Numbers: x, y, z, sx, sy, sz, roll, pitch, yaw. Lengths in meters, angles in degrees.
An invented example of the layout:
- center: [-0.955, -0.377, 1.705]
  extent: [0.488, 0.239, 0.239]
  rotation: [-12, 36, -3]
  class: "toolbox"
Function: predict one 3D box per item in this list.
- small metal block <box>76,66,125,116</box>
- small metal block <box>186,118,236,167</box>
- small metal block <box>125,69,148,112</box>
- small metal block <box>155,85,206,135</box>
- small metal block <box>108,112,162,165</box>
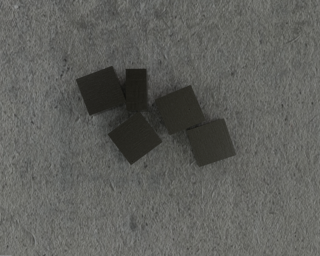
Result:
- center: [-0.076, -0.048, 0.409]
  extent: [0.050, 0.025, 0.050]
  rotation: [-21, 90, 0]
  class: "small metal block"
- center: [0.067, 0.019, 0.410]
  extent: [0.050, 0.025, 0.050]
  rotation: [-18, 90, 0]
  class: "small metal block"
- center: [-0.028, -0.047, 0.397]
  extent: [0.025, 0.050, 0.050]
  rotation: [-1, 90, 0]
  class: "small metal block"
- center: [0.026, -0.023, 0.410]
  extent: [0.050, 0.025, 0.050]
  rotation: [-23, 90, 0]
  class: "small metal block"
- center: [-0.032, 0.013, 0.410]
  extent: [0.050, 0.025, 0.050]
  rotation: [-37, 90, 0]
  class: "small metal block"
